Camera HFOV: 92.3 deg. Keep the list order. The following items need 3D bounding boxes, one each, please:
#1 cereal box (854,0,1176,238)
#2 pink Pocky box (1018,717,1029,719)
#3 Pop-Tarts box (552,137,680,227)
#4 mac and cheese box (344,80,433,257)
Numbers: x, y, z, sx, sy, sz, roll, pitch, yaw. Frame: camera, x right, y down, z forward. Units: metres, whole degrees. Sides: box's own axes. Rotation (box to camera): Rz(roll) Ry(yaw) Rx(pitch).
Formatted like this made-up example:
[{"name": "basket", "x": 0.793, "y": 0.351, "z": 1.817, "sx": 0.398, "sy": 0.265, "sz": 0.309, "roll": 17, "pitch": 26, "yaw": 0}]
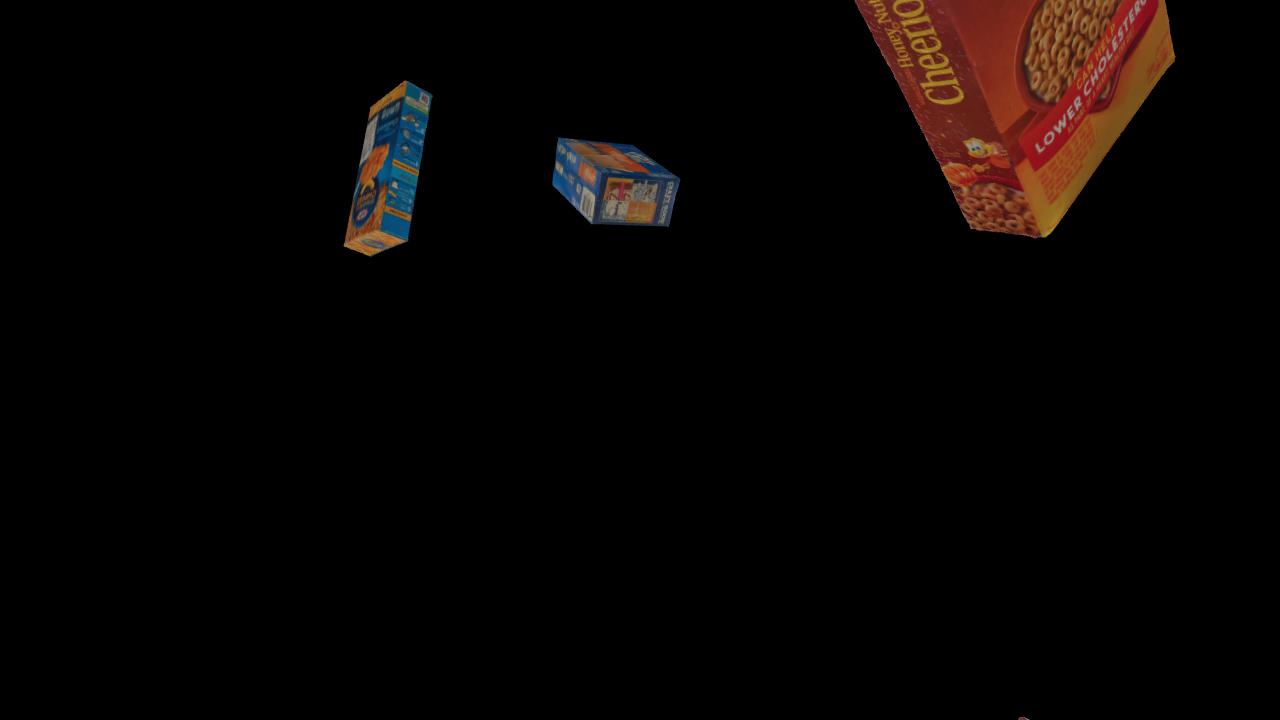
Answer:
[{"name": "cereal box", "x": 0.280, "y": -0.267, "z": 0.453, "sx": 0.306, "sy": 0.203, "sz": 0.081, "roll": 41, "pitch": -6, "yaw": -34}, {"name": "pink Pocky box", "x": 0.279, "y": 0.347, "z": 0.429, "sx": 0.084, "sy": 0.155, "sz": 0.029, "roll": 33, "pitch": -13, "yaw": -1}, {"name": "Pop-Tarts box", "x": -0.042, "y": -0.285, "z": 0.982, "sx": 0.141, "sy": 0.083, "sz": 0.167, "roll": -5, "pitch": 37, "yaw": -30}, {"name": "mac and cheese box", "x": -0.295, "y": -0.221, "z": 0.720, "sx": 0.093, "sy": 0.184, "sz": 0.041, "roll": -5, "pitch": -16, "yaw": 40}]
